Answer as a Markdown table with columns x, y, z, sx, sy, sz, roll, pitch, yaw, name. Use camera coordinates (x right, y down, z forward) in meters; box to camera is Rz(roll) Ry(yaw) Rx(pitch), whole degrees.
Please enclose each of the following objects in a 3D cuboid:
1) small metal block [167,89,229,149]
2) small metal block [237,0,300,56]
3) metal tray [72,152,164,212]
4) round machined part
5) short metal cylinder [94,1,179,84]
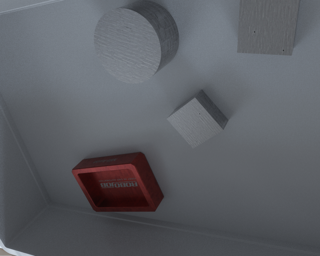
| x | y | z | sx | sy | sz | roll | pitch | yaw | name |
| --- | --- | --- | --- | --- | --- | --- | --- | --- | --- |
| 0.046 | -0.010 | 0.377 | 0.050 | 0.025 | 0.050 | 48 | 128 | -6 | small metal block |
| 0.102 | -0.098 | 0.294 | 0.050 | 0.025 | 0.050 | 9 | 123 | 23 | small metal block |
| -0.069 | 0.090 | 0.495 | 0.130 | 0.030 | 0.090 | -10 | 114 | 32 | metal tray |
| -0.179 | 0.219 | 0.618 | 0.098 | 0.042 | 0.097 | 13 | 136 | 13 | round machined part |
| -0.025 | -0.096 | 0.345 | 0.080 | 0.050 | 0.079 | 13 | 124 | 20 | short metal cylinder |
